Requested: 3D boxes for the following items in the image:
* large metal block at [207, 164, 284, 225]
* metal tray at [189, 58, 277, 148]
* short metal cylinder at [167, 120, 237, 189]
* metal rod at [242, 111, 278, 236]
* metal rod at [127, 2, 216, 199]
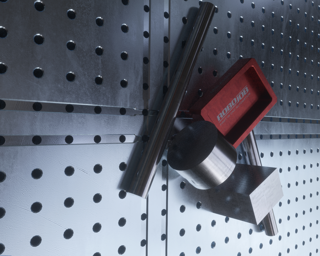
[{"bbox_3d":[0.134,0.100,0.489,0.081,0.080,0.050,-29,109,-36],"label":"large metal block"},{"bbox_3d":[0.117,-0.035,0.483,0.130,0.030,0.090,-45,113,-16],"label":"metal tray"},{"bbox_3d":[0.057,0.036,0.424,0.050,0.080,0.080,44,64,-32],"label":"short metal cylinder"},{"bbox_3d":[0.168,0.062,0.553,0.025,0.025,0.298,-30,109,-36],"label":"metal rod"},{"bbox_3d":[0.022,-0.049,0.429,0.025,0.025,0.299,33,69,-36],"label":"metal rod"}]
